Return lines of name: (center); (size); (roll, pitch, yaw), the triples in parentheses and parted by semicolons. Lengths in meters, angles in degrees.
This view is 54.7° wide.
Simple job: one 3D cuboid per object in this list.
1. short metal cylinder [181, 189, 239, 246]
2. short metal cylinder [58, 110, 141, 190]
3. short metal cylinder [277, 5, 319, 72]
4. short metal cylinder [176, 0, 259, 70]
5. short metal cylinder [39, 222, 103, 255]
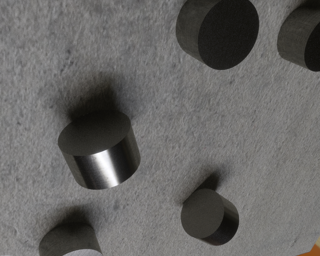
short metal cylinder: (0.082, 0.146, 0.509); (0.080, 0.080, 0.050); (-48, 129, 5)
short metal cylinder: (-0.067, 0.023, 0.350); (0.081, 0.080, 0.050); (-23, 127, -15)
short metal cylinder: (0.213, -0.125, 0.433); (0.081, 0.050, 0.079); (-14, 125, -21)
short metal cylinder: (0.066, -0.113, 0.358); (0.081, 0.050, 0.079); (-14, 125, -21)
short metal cylinder: (-0.125, 0.180, 0.435); (0.081, 0.050, 0.079); (-14, 125, -21)
